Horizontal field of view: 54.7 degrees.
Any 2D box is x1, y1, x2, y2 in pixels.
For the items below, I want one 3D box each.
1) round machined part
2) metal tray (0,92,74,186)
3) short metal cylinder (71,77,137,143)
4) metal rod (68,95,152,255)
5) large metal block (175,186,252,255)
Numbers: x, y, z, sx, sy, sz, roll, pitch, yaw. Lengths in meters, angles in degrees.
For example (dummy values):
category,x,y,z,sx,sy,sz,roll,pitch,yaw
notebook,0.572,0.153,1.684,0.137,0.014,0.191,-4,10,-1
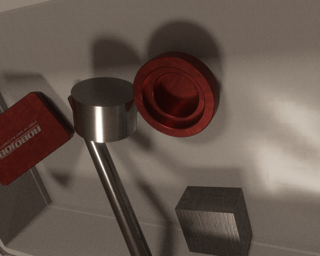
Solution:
category,x,y,z,sx,sy,sz,roll,pitch,yaw
round machined part,0.022,-0.041,0.360,0.098,0.042,0.097,13,124,20
metal tray,-0.214,0.016,0.479,0.130,0.030,0.090,-36,101,2
short metal cylinder,-0.069,-0.025,0.392,0.080,0.080,0.050,17,125,18
metal rod,-0.059,0.088,0.416,0.025,0.025,0.299,-33,76,38
large metal block,0.076,0.129,0.431,0.080,0.050,0.080,-4,117,30
